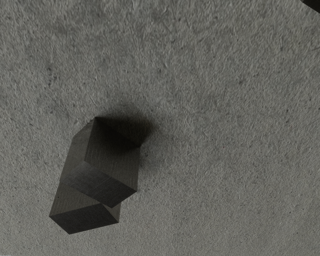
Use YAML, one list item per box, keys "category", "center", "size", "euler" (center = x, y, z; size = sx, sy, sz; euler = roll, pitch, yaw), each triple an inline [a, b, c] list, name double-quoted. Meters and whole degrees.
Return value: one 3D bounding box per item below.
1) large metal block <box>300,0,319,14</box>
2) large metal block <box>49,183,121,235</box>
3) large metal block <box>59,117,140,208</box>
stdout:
- category: "large metal block"
  center: [0.150, -0.140, 0.253]
  size: [0.050, 0.080, 0.080]
  euler: [22, 127, -18]
- category: "large metal block"
  center: [-0.104, 0.100, 0.455]
  size: [0.080, 0.080, 0.050]
  euler: [-17, 128, 14]
- category: "large metal block"
  center: [-0.075, 0.046, 0.409]
  size: [0.080, 0.080, 0.050]
  euler: [37, 121, -27]
